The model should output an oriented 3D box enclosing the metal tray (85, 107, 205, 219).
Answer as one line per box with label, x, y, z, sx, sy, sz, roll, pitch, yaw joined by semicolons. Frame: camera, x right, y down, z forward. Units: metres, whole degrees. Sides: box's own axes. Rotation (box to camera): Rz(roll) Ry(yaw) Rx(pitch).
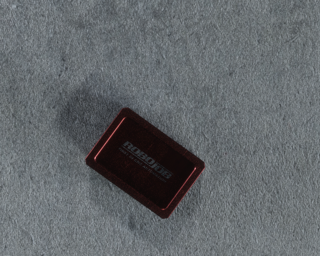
metal tray;-0.019;0.045;0.408;0.130;0.030;0.090;36;90;-1
